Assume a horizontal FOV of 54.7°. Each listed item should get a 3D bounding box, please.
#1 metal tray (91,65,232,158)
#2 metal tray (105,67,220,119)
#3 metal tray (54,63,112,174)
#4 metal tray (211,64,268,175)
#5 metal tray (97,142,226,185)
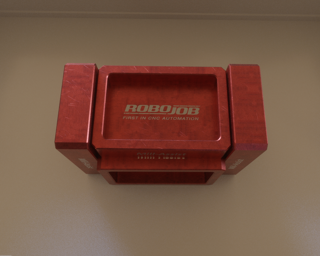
[{"bbox_3d":[0.002,-0.017,0.315,0.131,0.030,0.090,1,70,0],"label":"metal tray"},{"bbox_3d":[0.002,-0.041,0.387,0.131,0.090,0.030,0,71,0],"label":"metal tray"},{"bbox_3d":[-0.080,-0.003,0.353,0.030,0.130,0.090,1,71,0],"label":"metal tray"},{"bbox_3d":[0.083,-0.002,0.353,0.030,0.130,0.090,1,71,0],"label":"metal tray"},{"bbox_3d":[0.001,0.043,0.356,0.131,0.090,0.030,0,70,0],"label":"metal tray"}]
